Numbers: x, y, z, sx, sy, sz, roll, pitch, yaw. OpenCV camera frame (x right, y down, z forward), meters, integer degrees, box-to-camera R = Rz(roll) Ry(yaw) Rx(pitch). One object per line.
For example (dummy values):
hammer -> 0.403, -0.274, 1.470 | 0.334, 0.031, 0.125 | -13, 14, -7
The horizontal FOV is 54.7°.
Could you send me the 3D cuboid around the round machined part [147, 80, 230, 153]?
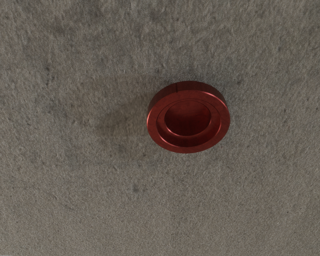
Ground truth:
round machined part -> 0.034, -0.017, 0.382 | 0.099, 0.042, 0.097 | -1, 130, 0
